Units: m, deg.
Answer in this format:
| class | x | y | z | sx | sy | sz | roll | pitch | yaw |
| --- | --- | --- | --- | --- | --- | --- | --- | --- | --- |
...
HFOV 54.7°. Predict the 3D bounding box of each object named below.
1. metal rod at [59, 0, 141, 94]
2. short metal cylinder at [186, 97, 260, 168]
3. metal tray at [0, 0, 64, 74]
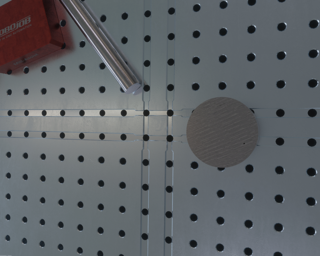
| class | x | y | z | sx | sy | sz | roll | pitch | yaw |
| --- | --- | --- | --- | --- | --- | --- | --- | --- | --- |
| metal rod | -0.123 | -0.173 | 0.455 | 0.025 | 0.025 | 0.299 | -39 | 78 | 16 |
| short metal cylinder | 0.077 | 0.005 | 0.372 | 0.080 | 0.050 | 0.080 | 0 | 90 | 20 |
| metal tray | -0.222 | -0.150 | 0.488 | 0.130 | 0.030 | 0.090 | -17 | 84 | 19 |
